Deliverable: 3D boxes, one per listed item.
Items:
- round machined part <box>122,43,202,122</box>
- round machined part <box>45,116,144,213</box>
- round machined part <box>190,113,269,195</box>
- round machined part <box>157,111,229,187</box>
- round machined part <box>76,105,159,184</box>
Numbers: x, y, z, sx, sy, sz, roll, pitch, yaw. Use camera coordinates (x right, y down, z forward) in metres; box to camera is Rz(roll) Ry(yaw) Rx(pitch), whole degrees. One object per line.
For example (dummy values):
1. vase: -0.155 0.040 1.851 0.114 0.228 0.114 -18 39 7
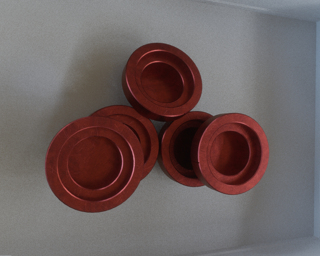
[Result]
1. round machined part: 0.000 -0.053 0.389 0.099 0.042 0.098 7 70 -19
2. round machined part: -0.070 0.036 0.330 0.099 0.042 0.097 0 90 -20
3. round machined part: 0.082 0.031 0.386 0.099 0.042 0.097 0 90 -20
4. round machined part: 0.040 0.027 0.415 0.099 0.042 0.097 0 90 -20
5. round machined part: -0.054 0.022 0.380 0.099 0.042 0.097 0 90 -20
